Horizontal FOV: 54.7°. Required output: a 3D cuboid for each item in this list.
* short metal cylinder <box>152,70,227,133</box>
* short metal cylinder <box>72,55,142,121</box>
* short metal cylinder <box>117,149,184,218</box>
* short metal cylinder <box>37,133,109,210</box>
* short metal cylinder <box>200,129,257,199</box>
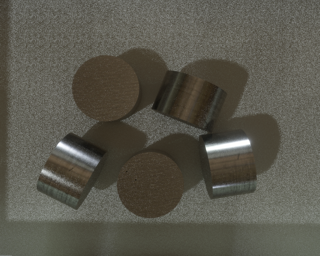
[{"bbox_3d":[0.036,-0.032,0.384,0.080,0.080,0.050,22,90,-1],"label":"short metal cylinder"},{"bbox_3d":[-0.065,-0.048,0.396,0.081,0.050,0.079,0,90,-1],"label":"short metal cylinder"},{"bbox_3d":[-0.011,0.069,0.397,0.081,0.050,0.079,0,90,-1],"label":"short metal cylinder"},{"bbox_3d":[-0.105,0.052,0.380,0.050,0.080,0.080,27,90,-1],"label":"short metal cylinder"},{"bbox_3d":[0.081,0.044,0.383,0.050,0.080,0.080,-9,90,0],"label":"short metal cylinder"}]
